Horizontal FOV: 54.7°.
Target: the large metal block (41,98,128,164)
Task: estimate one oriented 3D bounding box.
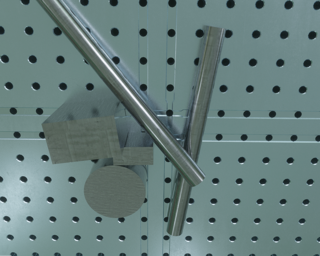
[{"bbox_3d":[-0.087,0.000,0.383,0.080,0.080,0.050,-7,110,2],"label":"large metal block"}]

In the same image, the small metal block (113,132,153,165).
[{"bbox_3d":[-0.034,0.026,0.409,0.050,0.050,0.025,0,110,0],"label":"small metal block"}]

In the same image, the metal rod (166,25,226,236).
[{"bbox_3d":[0.044,0.018,0.420,0.025,0.025,0.298,8,110,-3],"label":"metal rod"}]

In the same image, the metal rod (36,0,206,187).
[{"bbox_3d":[-0.043,-0.045,0.381,0.025,0.025,0.300,-37,101,12],"label":"metal rod"}]

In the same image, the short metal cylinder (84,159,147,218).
[{"bbox_3d":[-0.059,0.076,0.427,0.081,0.050,0.079,0,111,0],"label":"short metal cylinder"}]
